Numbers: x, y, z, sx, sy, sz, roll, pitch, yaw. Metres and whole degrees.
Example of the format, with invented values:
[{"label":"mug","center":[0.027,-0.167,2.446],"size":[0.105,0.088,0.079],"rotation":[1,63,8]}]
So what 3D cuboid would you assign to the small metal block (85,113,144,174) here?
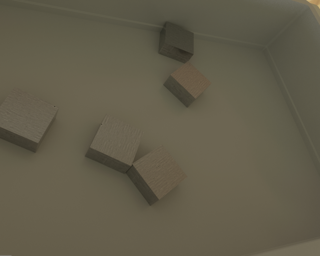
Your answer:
[{"label":"small metal block","center":[-0.053,0.019,0.366],"size":[0.050,0.025,0.050],"rotation":[27,52,-12]}]

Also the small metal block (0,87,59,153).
[{"label":"small metal block","center":[-0.145,-0.009,0.333],"size":[0.050,0.025,0.050],"rotation":[26,53,-12]}]

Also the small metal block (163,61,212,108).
[{"label":"small metal block","center":[0.042,-0.067,0.469],"size":[0.050,0.025,0.050],"rotation":[44,51,2]}]

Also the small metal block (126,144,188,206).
[{"label":"small metal block","center":[-0.004,0.055,0.369],"size":[0.050,0.025,0.050],"rotation":[-31,79,-38]}]

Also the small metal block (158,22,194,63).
[{"label":"small metal block","center":[0.027,-0.138,0.504],"size":[0.050,0.025,0.050],"rotation":[16,55,-19]}]
